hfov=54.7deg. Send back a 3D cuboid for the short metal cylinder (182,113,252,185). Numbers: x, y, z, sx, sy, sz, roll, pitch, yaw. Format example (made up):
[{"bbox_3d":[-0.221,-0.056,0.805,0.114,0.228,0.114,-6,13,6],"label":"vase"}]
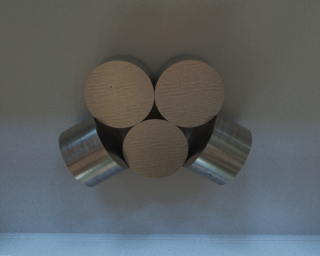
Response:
[{"bbox_3d":[0.070,0.025,0.390,0.050,0.080,0.080,28,108,-10],"label":"short metal cylinder"}]

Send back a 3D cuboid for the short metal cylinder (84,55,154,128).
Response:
[{"bbox_3d":[-0.047,-0.046,0.379,0.081,0.050,0.079,0,110,0],"label":"short metal cylinder"}]

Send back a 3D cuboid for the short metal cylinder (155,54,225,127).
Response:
[{"bbox_3d":[0.034,-0.047,0.379,0.081,0.050,0.079,0,110,0],"label":"short metal cylinder"}]

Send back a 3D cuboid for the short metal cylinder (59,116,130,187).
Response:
[{"bbox_3d":[-0.080,0.027,0.390,0.050,0.080,0.080,-29,108,10],"label":"short metal cylinder"}]

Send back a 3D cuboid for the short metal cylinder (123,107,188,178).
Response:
[{"bbox_3d":[-0.005,0.018,0.403,0.081,0.050,0.079,0,110,0],"label":"short metal cylinder"}]
